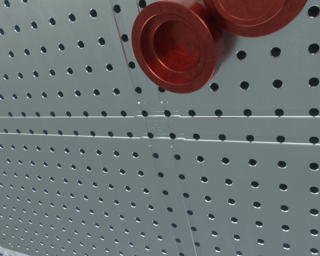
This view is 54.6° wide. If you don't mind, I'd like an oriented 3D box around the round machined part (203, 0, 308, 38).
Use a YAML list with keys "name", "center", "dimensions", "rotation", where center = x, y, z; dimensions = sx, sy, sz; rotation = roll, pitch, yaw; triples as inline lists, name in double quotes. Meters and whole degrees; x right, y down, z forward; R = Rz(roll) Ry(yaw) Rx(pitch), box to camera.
- name: "round machined part"
  center: [0.083, -0.130, 0.276]
  dimensions: [0.098, 0.042, 0.097]
  rotation: [13, 124, 21]

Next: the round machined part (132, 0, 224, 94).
- name: "round machined part"
  center: [0.022, -0.089, 0.328]
  dimensions: [0.098, 0.042, 0.097]
  rotation: [21, 134, 24]
